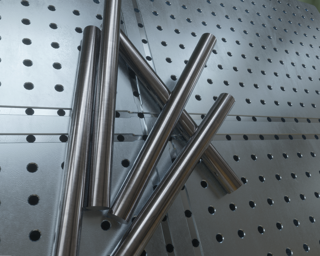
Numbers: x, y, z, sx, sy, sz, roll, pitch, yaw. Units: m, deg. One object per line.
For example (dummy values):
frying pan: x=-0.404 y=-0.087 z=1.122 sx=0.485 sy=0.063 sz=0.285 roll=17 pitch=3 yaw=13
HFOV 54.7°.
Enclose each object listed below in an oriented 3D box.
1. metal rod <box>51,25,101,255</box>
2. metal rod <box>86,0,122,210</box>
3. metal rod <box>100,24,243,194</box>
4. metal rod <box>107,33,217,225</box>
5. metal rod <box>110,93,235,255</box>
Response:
metal rod: x=-0.092 y=-0.008 z=0.363 sx=0.025 sy=0.025 sz=0.299 roll=12 pitch=56 yaw=-22
metal rod: x=-0.066 y=-0.052 z=0.386 sx=0.025 sy=0.025 sz=0.299 roll=11 pitch=63 yaw=-23
metal rod: x=0.011 y=-0.036 z=0.437 sx=0.025 sy=0.025 sz=0.299 roll=-31 pitch=79 yaw=-38
metal rod: x=0.015 y=-0.020 z=0.401 sx=0.025 sy=0.025 sz=0.300 roll=32 pitch=60 yaw=-8
metal rod: x=0.018 y=0.059 z=0.361 sx=0.025 sy=0.025 sz=0.301 roll=39 pitch=57 yaw=-2
